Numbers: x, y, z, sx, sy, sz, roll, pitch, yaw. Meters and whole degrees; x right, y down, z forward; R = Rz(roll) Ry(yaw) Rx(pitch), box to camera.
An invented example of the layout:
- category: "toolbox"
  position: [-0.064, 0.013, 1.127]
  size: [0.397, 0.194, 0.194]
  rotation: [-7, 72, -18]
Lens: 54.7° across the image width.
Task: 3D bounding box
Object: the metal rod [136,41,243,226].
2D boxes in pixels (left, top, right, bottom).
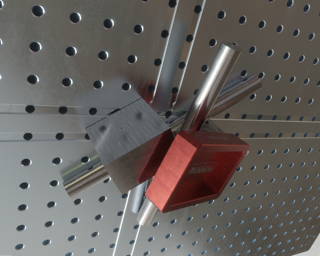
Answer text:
- category: "metal rod"
  position: [0.027, 0.028, 0.415]
  size: [0.025, 0.025, 0.298]
  rotation: [4, 126, -31]

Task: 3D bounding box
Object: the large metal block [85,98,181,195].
- category: "large metal block"
  position: [-0.033, 0.019, 0.370]
  size: [0.080, 0.080, 0.050]
  rotation: [-30, 129, -10]

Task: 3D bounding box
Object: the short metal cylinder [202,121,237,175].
- category: "short metal cylinder"
  position: [0.066, 0.034, 0.453]
  size: [0.081, 0.050, 0.079]
  rotation: [-14, 125, -21]

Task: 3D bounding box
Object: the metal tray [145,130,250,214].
- category: "metal tray"
  position: [0.050, 0.050, 0.377]
  size: [0.131, 0.030, 0.089]
  rotation: [5, 118, -52]

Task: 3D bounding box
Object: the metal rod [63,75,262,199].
- category: "metal rod"
  position: [0.011, 0.007, 0.424]
  size: [0.301, 0.025, 0.025]
  rotation: [-30, 129, -10]
